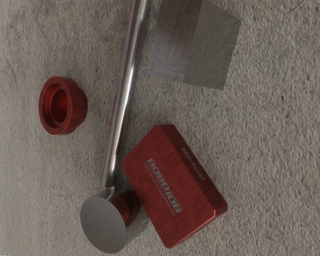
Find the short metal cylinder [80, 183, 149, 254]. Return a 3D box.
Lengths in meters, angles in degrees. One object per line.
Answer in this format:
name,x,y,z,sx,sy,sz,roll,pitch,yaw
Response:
short metal cylinder,-0.063,0.123,0.427,0.080,0.050,0.079,8,105,31

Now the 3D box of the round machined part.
round machined part,-0.160,-0.037,0.522,0.098,0.042,0.097,0,90,39

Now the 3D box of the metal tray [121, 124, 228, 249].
metal tray,0.012,0.071,0.390,0.090,0.030,0.130,-47,62,29

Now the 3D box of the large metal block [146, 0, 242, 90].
large metal block,0.038,-0.089,0.336,0.050,0.081,0.079,21,104,38

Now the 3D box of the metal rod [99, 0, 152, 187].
metal rod,-0.048,-0.058,0.442,0.025,0.025,0.298,20,102,38
